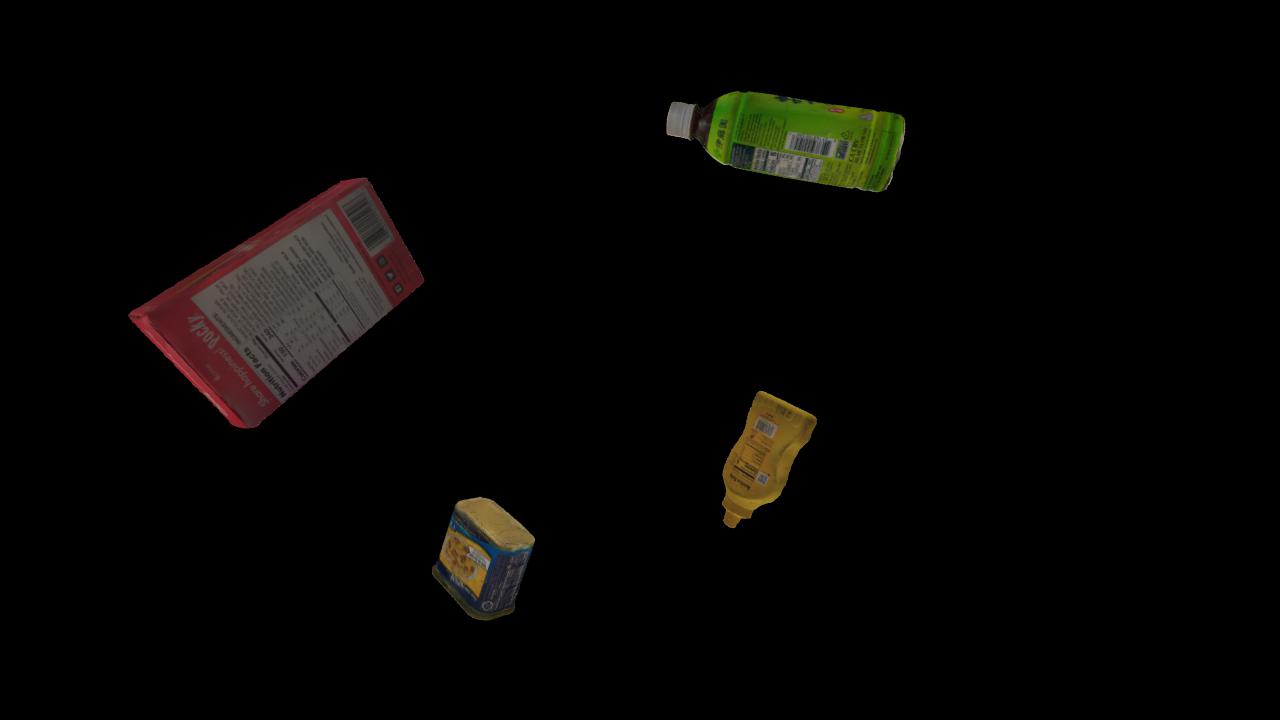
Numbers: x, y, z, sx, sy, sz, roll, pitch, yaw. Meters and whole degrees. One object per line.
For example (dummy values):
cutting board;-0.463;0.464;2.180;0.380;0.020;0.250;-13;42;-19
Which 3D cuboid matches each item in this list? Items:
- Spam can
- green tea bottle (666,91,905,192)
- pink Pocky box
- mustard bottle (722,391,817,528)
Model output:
Spam can;-0.166;0.207;0.653;0.101;0.085;0.058;27;13;36
green tea bottle;0.130;-0.209;0.573;0.212;0.073;0.073;13;2;7
pink Pocky box;-0.212;-0.040;0.384;0.029;0.084;0.155;7;44;31
mustard bottle;0.157;0.140;0.818;0.092;0.184;0.054;28;6;41
